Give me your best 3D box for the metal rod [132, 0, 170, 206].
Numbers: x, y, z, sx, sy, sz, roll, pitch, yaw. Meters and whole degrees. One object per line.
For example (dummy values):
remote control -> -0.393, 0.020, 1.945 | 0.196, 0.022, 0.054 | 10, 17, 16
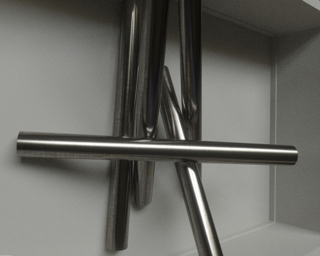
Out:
metal rod -> -0.010, -0.043, 0.325 | 0.025, 0.025, 0.298 | -18, 124, -39

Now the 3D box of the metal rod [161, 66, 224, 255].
metal rod -> 0.034, 0.059, 0.354 | 0.025, 0.025, 0.299 | 4, 62, -40

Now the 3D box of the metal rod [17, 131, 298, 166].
metal rod -> 0.011, 0.024, 0.334 | 0.302, 0.025, 0.025 | 4, 88, -15

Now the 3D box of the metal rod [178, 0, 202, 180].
metal rod -> 0.038, -0.046, 0.373 | 0.025, 0.025, 0.298 | -30, 129, -36

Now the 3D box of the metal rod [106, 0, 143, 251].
metal rod -> -0.042, -0.009, 0.371 | 0.025, 0.025, 0.298 | 6, 86, -40
